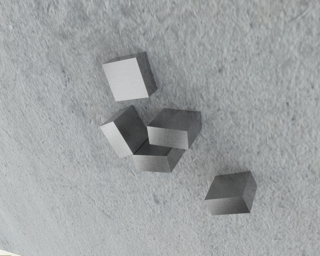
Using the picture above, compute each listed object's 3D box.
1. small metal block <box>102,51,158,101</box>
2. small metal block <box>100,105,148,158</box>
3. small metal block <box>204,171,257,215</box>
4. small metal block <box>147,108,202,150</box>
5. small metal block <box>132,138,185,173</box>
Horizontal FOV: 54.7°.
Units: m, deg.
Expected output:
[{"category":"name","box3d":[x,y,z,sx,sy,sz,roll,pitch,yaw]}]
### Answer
[{"category":"small metal block","box3d":[-0.037,-0.063,0.386,0.050,0.025,0.050,-4,117,29]},{"category":"small metal block","box3d":[-0.045,0.004,0.416,0.025,0.050,0.050,-18,109,35]},{"category":"small metal block","box3d":[0.091,0.083,0.393,0.050,0.050,0.025,-15,111,34]},{"category":"small metal block","box3d":[0.019,0.000,0.379,0.050,0.050,0.025,7,122,24]},{"category":"small metal block","box3d":[-0.001,0.033,0.410,0.050,0.050,0.025,-1,118,28]}]
